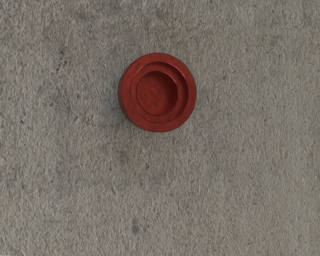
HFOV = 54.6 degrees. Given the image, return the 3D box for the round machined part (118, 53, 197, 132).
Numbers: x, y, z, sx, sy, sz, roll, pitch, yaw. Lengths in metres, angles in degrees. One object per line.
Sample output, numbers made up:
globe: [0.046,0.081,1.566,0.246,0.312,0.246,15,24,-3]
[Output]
round machined part: [-0.006,-0.043,0.397,0.099,0.042,0.097,0,90,-20]
